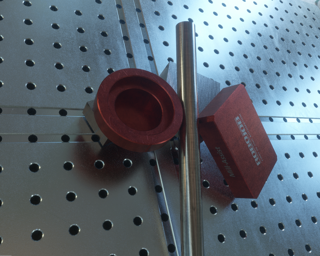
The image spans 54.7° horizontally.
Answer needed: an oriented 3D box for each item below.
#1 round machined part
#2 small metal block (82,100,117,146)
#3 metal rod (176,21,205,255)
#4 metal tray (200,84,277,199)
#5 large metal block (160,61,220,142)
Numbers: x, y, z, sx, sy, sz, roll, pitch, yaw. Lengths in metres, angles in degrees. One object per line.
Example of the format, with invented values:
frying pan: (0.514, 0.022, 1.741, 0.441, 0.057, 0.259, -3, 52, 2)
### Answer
round machined part: (-0.027, -0.016, 0.353, 0.099, 0.042, 0.098, 11, 58, -19)
small metal block: (-0.058, -0.013, 0.381, 0.050, 0.025, 0.050, -25, 75, -37)
metal rod: (0.034, 0.015, 0.362, 0.025, 0.025, 0.299, 6, 75, -25)
metal tray: (0.106, 0.018, 0.414, 0.090, 0.030, 0.130, -45, 113, -38)
large metal block: (0.034, -0.033, 0.427, 0.080, 0.050, 0.080, 21, 54, -16)
